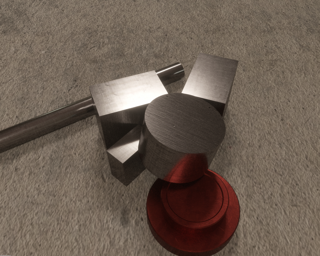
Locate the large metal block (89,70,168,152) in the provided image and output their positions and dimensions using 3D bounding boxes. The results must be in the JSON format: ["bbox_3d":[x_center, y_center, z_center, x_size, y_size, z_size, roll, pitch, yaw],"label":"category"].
[{"bbox_3d":[-0.035,-0.016,0.380,0.081,0.080,0.050,-16,52,-14],"label":"large metal block"}]

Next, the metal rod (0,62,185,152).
[{"bbox_3d":[-0.098,-0.030,0.427,0.302,0.025,0.025,-25,55,-20],"label":"metal rod"}]

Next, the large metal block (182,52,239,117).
[{"bbox_3d":[0.061,-0.037,0.399,0.050,0.080,0.080,15,52,12],"label":"large metal block"}]

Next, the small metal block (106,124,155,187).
[{"bbox_3d":[-0.032,0.032,0.360,0.025,0.050,0.050,34,58,25],"label":"small metal block"}]

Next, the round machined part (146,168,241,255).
[{"bbox_3d":[0.035,0.080,0.325,0.099,0.042,0.098,0,50,0],"label":"round machined part"}]

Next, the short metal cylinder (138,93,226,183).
[{"bbox_3d":[0.021,0.009,0.319,0.081,0.050,0.080,7,47,-8],"label":"short metal cylinder"}]
